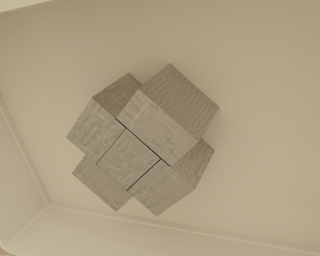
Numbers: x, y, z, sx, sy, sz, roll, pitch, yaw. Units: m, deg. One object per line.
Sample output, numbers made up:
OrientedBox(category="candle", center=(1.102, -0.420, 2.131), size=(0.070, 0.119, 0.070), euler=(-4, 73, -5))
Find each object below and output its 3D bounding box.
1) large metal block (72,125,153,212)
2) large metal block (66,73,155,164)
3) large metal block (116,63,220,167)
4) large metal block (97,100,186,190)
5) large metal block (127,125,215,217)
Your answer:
OrientedBox(category="large metal block", center=(-0.060, 0.055, 0.436), size=(0.080, 0.080, 0.050), euler=(42, 129, -1))
OrientedBox(category="large metal block", center=(-0.061, -0.013, 0.394), size=(0.050, 0.080, 0.080), euler=(42, 129, -1))
OrientedBox(category="large metal block", center=(0.012, -0.017, 0.354), size=(0.080, 0.080, 0.050), euler=(42, 129, -1))
OrientedBox(category="large metal block", center=(-0.023, 0.020, 0.395), size=(0.050, 0.080, 0.080), euler=(42, 129, -1))
OrientedBox(category="large metal block", center=(0.015, 0.054, 0.397), size=(0.050, 0.080, 0.080), euler=(42, 129, -1))
